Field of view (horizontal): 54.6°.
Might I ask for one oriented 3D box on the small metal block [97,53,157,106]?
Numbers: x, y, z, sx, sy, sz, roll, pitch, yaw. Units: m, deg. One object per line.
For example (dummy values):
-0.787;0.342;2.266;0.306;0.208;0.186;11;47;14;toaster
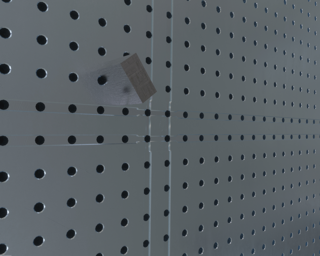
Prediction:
-0.039;-0.055;0.359;0.025;0.050;0.050;-43;116;-31;small metal block
